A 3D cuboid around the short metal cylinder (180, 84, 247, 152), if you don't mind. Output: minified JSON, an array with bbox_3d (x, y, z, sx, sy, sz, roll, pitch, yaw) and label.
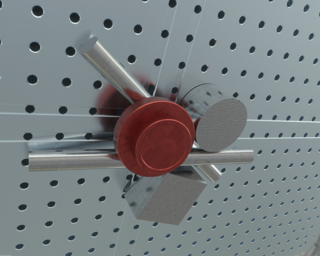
[{"bbox_3d":[0.071,-0.014,0.426,0.081,0.050,0.079,-14,125,-21],"label":"short metal cylinder"}]

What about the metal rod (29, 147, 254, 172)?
[{"bbox_3d":[-0.009,0.039,0.408,0.303,0.025,0.025,1,118,-21],"label":"metal rod"}]

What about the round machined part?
[{"bbox_3d":[-0.002,0.015,0.366,0.099,0.042,0.097,-8,113,-20],"label":"round machined part"}]

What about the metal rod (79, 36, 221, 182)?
[{"bbox_3d":[0.008,-0.004,0.415,0.025,0.025,0.300,-44,130,2],"label":"metal rod"}]

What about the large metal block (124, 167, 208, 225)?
[{"bbox_3d":[0.008,0.091,0.454,0.080,0.050,0.080,22,107,-37],"label":"large metal block"}]
